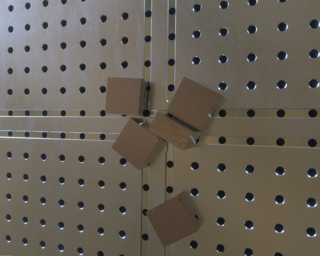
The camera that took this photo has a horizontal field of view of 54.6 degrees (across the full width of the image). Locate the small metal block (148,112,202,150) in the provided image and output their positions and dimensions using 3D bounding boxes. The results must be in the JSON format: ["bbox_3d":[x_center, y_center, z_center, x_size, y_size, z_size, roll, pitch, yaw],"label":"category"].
[{"bbox_3d":[0.021,0.003,0.392,0.050,0.050,0.025,30,100,17],"label":"small metal block"}]

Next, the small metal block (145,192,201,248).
[{"bbox_3d":[0.018,0.120,0.407,0.050,0.025,0.050,-32,80,17],"label":"small metal block"}]

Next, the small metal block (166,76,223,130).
[{"bbox_3d":[0.044,-0.031,0.397,0.050,0.025,0.050,30,100,17],"label":"small metal block"}]

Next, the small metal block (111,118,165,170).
[{"bbox_3d":[-0.030,0.021,0.424,0.050,0.025,0.050,37,102,16],"label":"small metal block"}]

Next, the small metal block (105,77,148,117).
[{"bbox_3d":[-0.046,-0.043,0.429,0.050,0.025,0.050,5,92,20],"label":"small metal block"}]
